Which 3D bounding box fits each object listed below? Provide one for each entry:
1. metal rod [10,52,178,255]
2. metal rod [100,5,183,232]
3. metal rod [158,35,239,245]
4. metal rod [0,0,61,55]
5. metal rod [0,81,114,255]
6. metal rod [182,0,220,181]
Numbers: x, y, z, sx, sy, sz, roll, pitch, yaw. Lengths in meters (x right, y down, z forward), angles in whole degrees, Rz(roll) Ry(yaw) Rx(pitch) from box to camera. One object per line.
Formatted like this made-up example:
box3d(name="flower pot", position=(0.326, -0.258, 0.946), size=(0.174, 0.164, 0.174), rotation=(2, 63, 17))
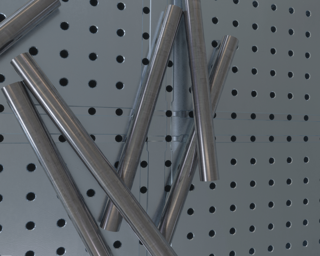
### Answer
box3d(name="metal rod", position=(-0.073, 0.043, 0.364), size=(0.025, 0.025, 0.299), rotation=(-37, 94, -16))
box3d(name="metal rod", position=(-0.022, -0.017, 0.404), size=(0.025, 0.025, 0.299), rotation=(18, 84, -19))
box3d(name="metal rod", position=(0.052, 0.012, 0.431), size=(0.025, 0.025, 0.299), rotation=(22, 83, -19))
box3d(name="metal rod", position=(-0.226, -0.049, 0.329), size=(0.301, 0.025, 0.025), rotation=(-46, 105, -14))
box3d(name="metal rod", position=(-0.106, 0.086, 0.373), size=(0.025, 0.025, 0.299), rotation=(-28, 99, -18))
box3d(name="metal rod", position=(0.051, -0.081, 0.413), size=(0.025, 0.025, 0.299), rotation=(-3, 85, -20))
